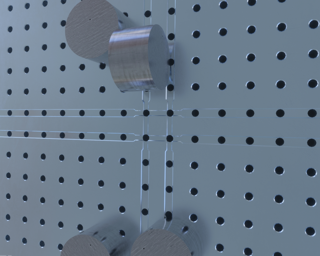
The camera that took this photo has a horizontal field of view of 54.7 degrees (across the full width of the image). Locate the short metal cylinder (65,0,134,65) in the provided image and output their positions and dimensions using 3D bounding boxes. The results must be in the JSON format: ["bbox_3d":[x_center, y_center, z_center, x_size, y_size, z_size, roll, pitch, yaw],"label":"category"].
[{"bbox_3d":[-0.082,-0.131,0.428,0.080,0.050,0.079,0,90,20],"label":"short metal cylinder"}]

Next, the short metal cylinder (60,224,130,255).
[{"bbox_3d":[-0.089,0.180,0.431,0.080,0.050,0.080,0,90,20],"label":"short metal cylinder"}]

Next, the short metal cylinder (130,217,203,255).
[{"bbox_3d":[0.010,0.161,0.396,0.080,0.050,0.079,0,90,20],"label":"short metal cylinder"}]

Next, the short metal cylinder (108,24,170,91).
[{"bbox_3d":[-0.023,-0.087,0.392,0.050,0.080,0.080,0,90,20],"label":"short metal cylinder"}]
